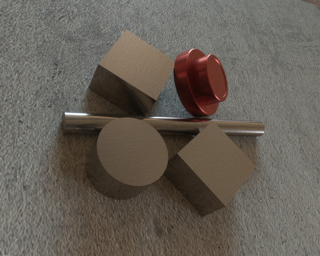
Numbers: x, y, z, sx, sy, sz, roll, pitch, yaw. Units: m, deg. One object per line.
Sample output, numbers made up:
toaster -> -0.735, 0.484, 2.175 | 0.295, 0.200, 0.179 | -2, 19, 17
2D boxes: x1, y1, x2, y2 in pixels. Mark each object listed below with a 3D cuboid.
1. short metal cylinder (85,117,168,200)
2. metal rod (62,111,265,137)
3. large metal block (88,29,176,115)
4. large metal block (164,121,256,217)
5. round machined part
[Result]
short metal cylinder -> -0.038, 0.035, 0.348 | 0.081, 0.050, 0.080 | 14, 56, -21
metal rod -> 0.024, -0.003, 0.423 | 0.303, 0.025, 0.025 | 2, 61, -28
large metal block -> -0.035, -0.071, 0.412 | 0.080, 0.050, 0.080 | 32, 51, -8
large metal block -> 0.061, 0.051, 0.393 | 0.080, 0.050, 0.080 | 48, 51, 5
round machined part -> 0.064, -0.066, 0.441 | 0.098, 0.042, 0.098 | 25, 59, -50
